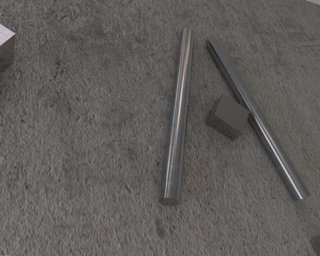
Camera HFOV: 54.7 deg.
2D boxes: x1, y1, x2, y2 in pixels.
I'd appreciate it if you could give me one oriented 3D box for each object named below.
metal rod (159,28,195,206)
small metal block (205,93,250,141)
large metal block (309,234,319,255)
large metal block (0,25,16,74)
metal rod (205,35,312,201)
[{"bbox_3d":[0.029,-0.037,0.441,0.025,0.025,0.300,20,54,-17],"label":"metal rod"},{"bbox_3d":[0.103,-0.017,0.469,0.050,0.025,0.050,34,51,-6],"label":"small metal block"},{"bbox_3d":[0.263,0.171,0.406,0.050,0.080,0.080,-11,68,-33],"label":"large metal block"},{"bbox_3d":[-0.214,-0.084,0.323,0.080,0.050,0.080,33,51,-7],"label":"large metal block"},{"bbox_3d":[0.151,-0.027,0.500,0.025,0.025,0.299,-12,68,-33],"label":"metal rod"}]
